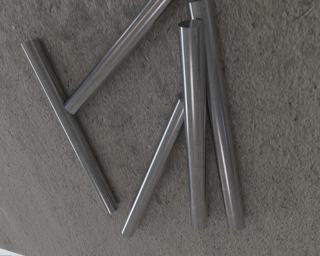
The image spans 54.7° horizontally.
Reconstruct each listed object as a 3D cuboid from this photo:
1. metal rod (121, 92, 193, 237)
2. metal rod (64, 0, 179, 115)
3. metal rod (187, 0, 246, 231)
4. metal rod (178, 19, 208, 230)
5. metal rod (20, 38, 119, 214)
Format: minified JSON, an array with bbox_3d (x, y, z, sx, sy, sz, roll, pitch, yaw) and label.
[{"bbox_3d":[-0.012,0.074,0.458,0.025,0.025,0.298,30,128,9],"label":"metal rod"},{"bbox_3d":[-0.036,-0.102,0.362,0.025,0.025,0.299,48,129,-5],"label":"metal rod"},{"bbox_3d":[0.073,0.004,0.370,0.025,0.025,0.298,0,119,28],"label":"metal rod"},{"bbox_3d":[0.044,0.022,0.378,0.025,0.025,0.298,10,129,23],"label":"metal rod"},{"bbox_3d":[-0.132,0.010,0.482,0.025,0.025,0.299,-7,115,31],"label":"metal rod"}]
